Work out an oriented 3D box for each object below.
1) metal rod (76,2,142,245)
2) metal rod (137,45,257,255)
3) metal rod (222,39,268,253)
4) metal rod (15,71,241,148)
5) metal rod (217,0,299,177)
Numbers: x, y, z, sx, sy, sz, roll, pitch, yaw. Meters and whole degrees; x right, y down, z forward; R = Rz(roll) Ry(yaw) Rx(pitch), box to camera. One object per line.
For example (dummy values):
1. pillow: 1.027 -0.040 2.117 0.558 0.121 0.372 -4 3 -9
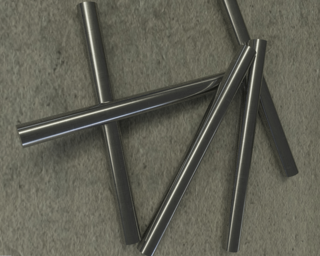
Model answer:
1. metal rod: -0.062 -0.003 0.386 0.025 0.025 0.298 -12 94 -20
2. metal rod: 0.049 0.028 0.409 0.025 0.025 0.299 28 88 -18
3. metal rod: 0.120 0.027 0.440 0.025 0.025 0.298 5 94 -20
4. metal rod: -0.015 -0.033 0.383 0.302 0.025 0.025 -18 97 -27
5. metal rod: 0.147 -0.065 0.465 0.025 0.025 0.299 -26 99 -18
